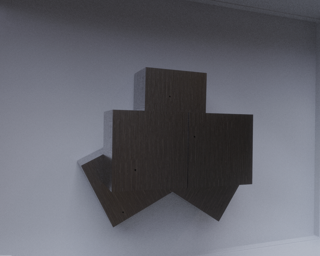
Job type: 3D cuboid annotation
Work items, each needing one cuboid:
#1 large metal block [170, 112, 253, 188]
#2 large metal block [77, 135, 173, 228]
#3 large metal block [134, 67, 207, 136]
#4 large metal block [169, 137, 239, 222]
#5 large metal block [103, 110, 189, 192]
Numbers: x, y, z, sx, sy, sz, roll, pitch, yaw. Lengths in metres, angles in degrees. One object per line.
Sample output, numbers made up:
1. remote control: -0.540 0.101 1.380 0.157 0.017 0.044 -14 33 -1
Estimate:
1. large metal block: 0.059 0.024 0.363 0.081 0.050 0.080 1 90 -20
2. large metal block: -0.044 0.059 0.379 0.081 0.050 0.080 -28 99 -18
3. large metal block: 0.012 -0.031 0.400 0.081 0.050 0.080 2 90 -20
4. large metal block: 0.057 0.064 0.415 0.080 0.050 0.080 36 79 -16
5. large metal block: -0.017 0.022 0.336 0.081 0.050 0.080 1 90 -20
